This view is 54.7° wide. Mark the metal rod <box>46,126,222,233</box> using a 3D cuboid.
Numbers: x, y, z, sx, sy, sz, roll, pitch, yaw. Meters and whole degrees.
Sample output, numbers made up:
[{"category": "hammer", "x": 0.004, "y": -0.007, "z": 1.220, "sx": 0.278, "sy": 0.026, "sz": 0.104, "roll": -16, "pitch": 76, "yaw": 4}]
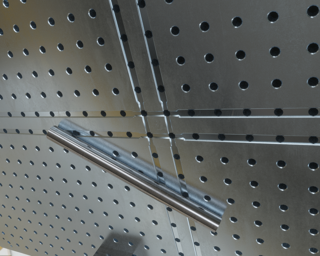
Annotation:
[{"category": "metal rod", "x": -0.046, "y": 0.075, "z": 0.481, "sx": 0.301, "sy": 0.025, "sz": 0.025, "roll": 27, "pitch": 128, "yaw": 11}]

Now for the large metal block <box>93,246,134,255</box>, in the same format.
[{"category": "large metal block", "x": -0.090, "y": 0.293, "z": 0.624, "sx": 0.080, "sy": 0.050, "sz": 0.080, "roll": 1, "pitch": 119, "yaw": 28}]
